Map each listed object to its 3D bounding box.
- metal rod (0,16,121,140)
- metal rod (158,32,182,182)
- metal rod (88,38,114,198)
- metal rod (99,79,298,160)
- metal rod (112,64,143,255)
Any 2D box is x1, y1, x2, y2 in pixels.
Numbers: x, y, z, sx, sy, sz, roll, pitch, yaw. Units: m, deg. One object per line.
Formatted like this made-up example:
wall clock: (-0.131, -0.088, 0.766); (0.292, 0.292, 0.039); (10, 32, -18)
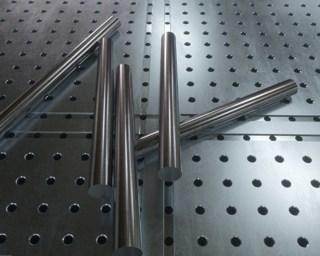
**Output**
metal rod: (-0.150, -0.092, 0.482); (0.025, 0.025, 0.301); (21, 53, 16)
metal rod: (0.013, -0.054, 0.430); (0.025, 0.025, 0.300); (1, 43, 0)
metal rod: (-0.075, -0.039, 0.419); (0.025, 0.025, 0.300); (-4, 44, -4)
metal rod: (0.061, -0.009, 0.415); (0.302, 0.025, 0.025); (-21, 54, -18)
metal rod: (-0.041, 0.008, 0.368); (0.025, 0.025, 0.300); (-4, 40, -4)
